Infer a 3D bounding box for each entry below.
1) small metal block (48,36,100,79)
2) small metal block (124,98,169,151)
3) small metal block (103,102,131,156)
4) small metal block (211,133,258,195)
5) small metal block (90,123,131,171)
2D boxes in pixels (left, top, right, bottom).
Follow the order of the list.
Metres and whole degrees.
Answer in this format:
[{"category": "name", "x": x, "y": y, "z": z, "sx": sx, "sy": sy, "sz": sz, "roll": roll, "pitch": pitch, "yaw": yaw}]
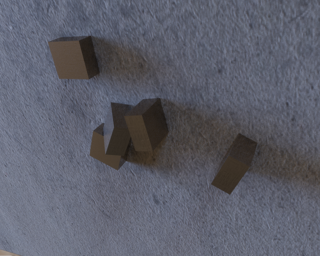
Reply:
[{"category": "small metal block", "x": -0.112, "y": -0.092, "z": 0.407, "sx": 0.050, "sy": 0.025, "sz": 0.050, "roll": 5, "pitch": 121, "yaw": 25}, {"category": "small metal block", "x": -0.015, "y": -0.005, "z": 0.395, "sx": 0.025, "sy": 0.050, "sz": 0.050, "roll": -2, "pitch": 118, "yaw": 29}, {"category": "small metal block", "x": -0.058, "y": 0.002, "z": 0.417, "sx": 0.025, "sy": 0.050, "sz": 0.050, "roll": 7, "pitch": 131, "yaw": -21}, {"category": "small metal block", "x": 0.089, "y": 0.042, "z": 0.369, "sx": 0.025, "sy": 0.050, "sz": 0.050, "roll": 29, "pitch": 128, "yaw": 10}, {"category": "small metal block", "x": -0.074, "y": 0.028, "z": 0.461, "sx": 0.050, "sy": 0.025, "sz": 0.050, "roll": 26, "pitch": 128, "yaw": 11}]
